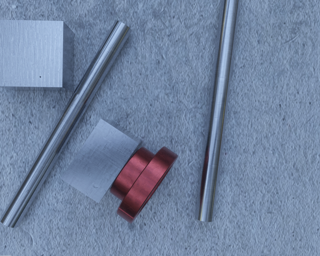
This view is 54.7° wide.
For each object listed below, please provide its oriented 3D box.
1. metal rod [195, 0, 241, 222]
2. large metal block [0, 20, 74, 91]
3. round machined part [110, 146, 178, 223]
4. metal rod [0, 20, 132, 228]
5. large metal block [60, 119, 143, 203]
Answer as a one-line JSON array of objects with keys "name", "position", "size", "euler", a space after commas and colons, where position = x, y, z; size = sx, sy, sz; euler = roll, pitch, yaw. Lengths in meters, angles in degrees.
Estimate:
[{"name": "metal rod", "position": [0.077, -0.027, 0.410], "size": [0.025, 0.025, 0.298], "euler": [7, 90, -1]}, {"name": "large metal block", "position": [-0.157, -0.089, 0.395], "size": [0.081, 0.050, 0.079], "euler": [1, 90, -1]}, {"name": "round machined part", "position": [-0.023, 0.062, 0.374], "size": [0.042, 0.098, 0.098], "euler": [34, 90, 7]}, {"name": "metal rod", "position": [-0.123, -0.005, 0.408], "size": [0.025, 0.025, 0.299], "euler": [30, 90, -1]}, {"name": "large metal block", "position": [-0.067, 0.036, 0.382], "size": [0.050, 0.080, 0.080], "euler": [34, 90, 0]}]
